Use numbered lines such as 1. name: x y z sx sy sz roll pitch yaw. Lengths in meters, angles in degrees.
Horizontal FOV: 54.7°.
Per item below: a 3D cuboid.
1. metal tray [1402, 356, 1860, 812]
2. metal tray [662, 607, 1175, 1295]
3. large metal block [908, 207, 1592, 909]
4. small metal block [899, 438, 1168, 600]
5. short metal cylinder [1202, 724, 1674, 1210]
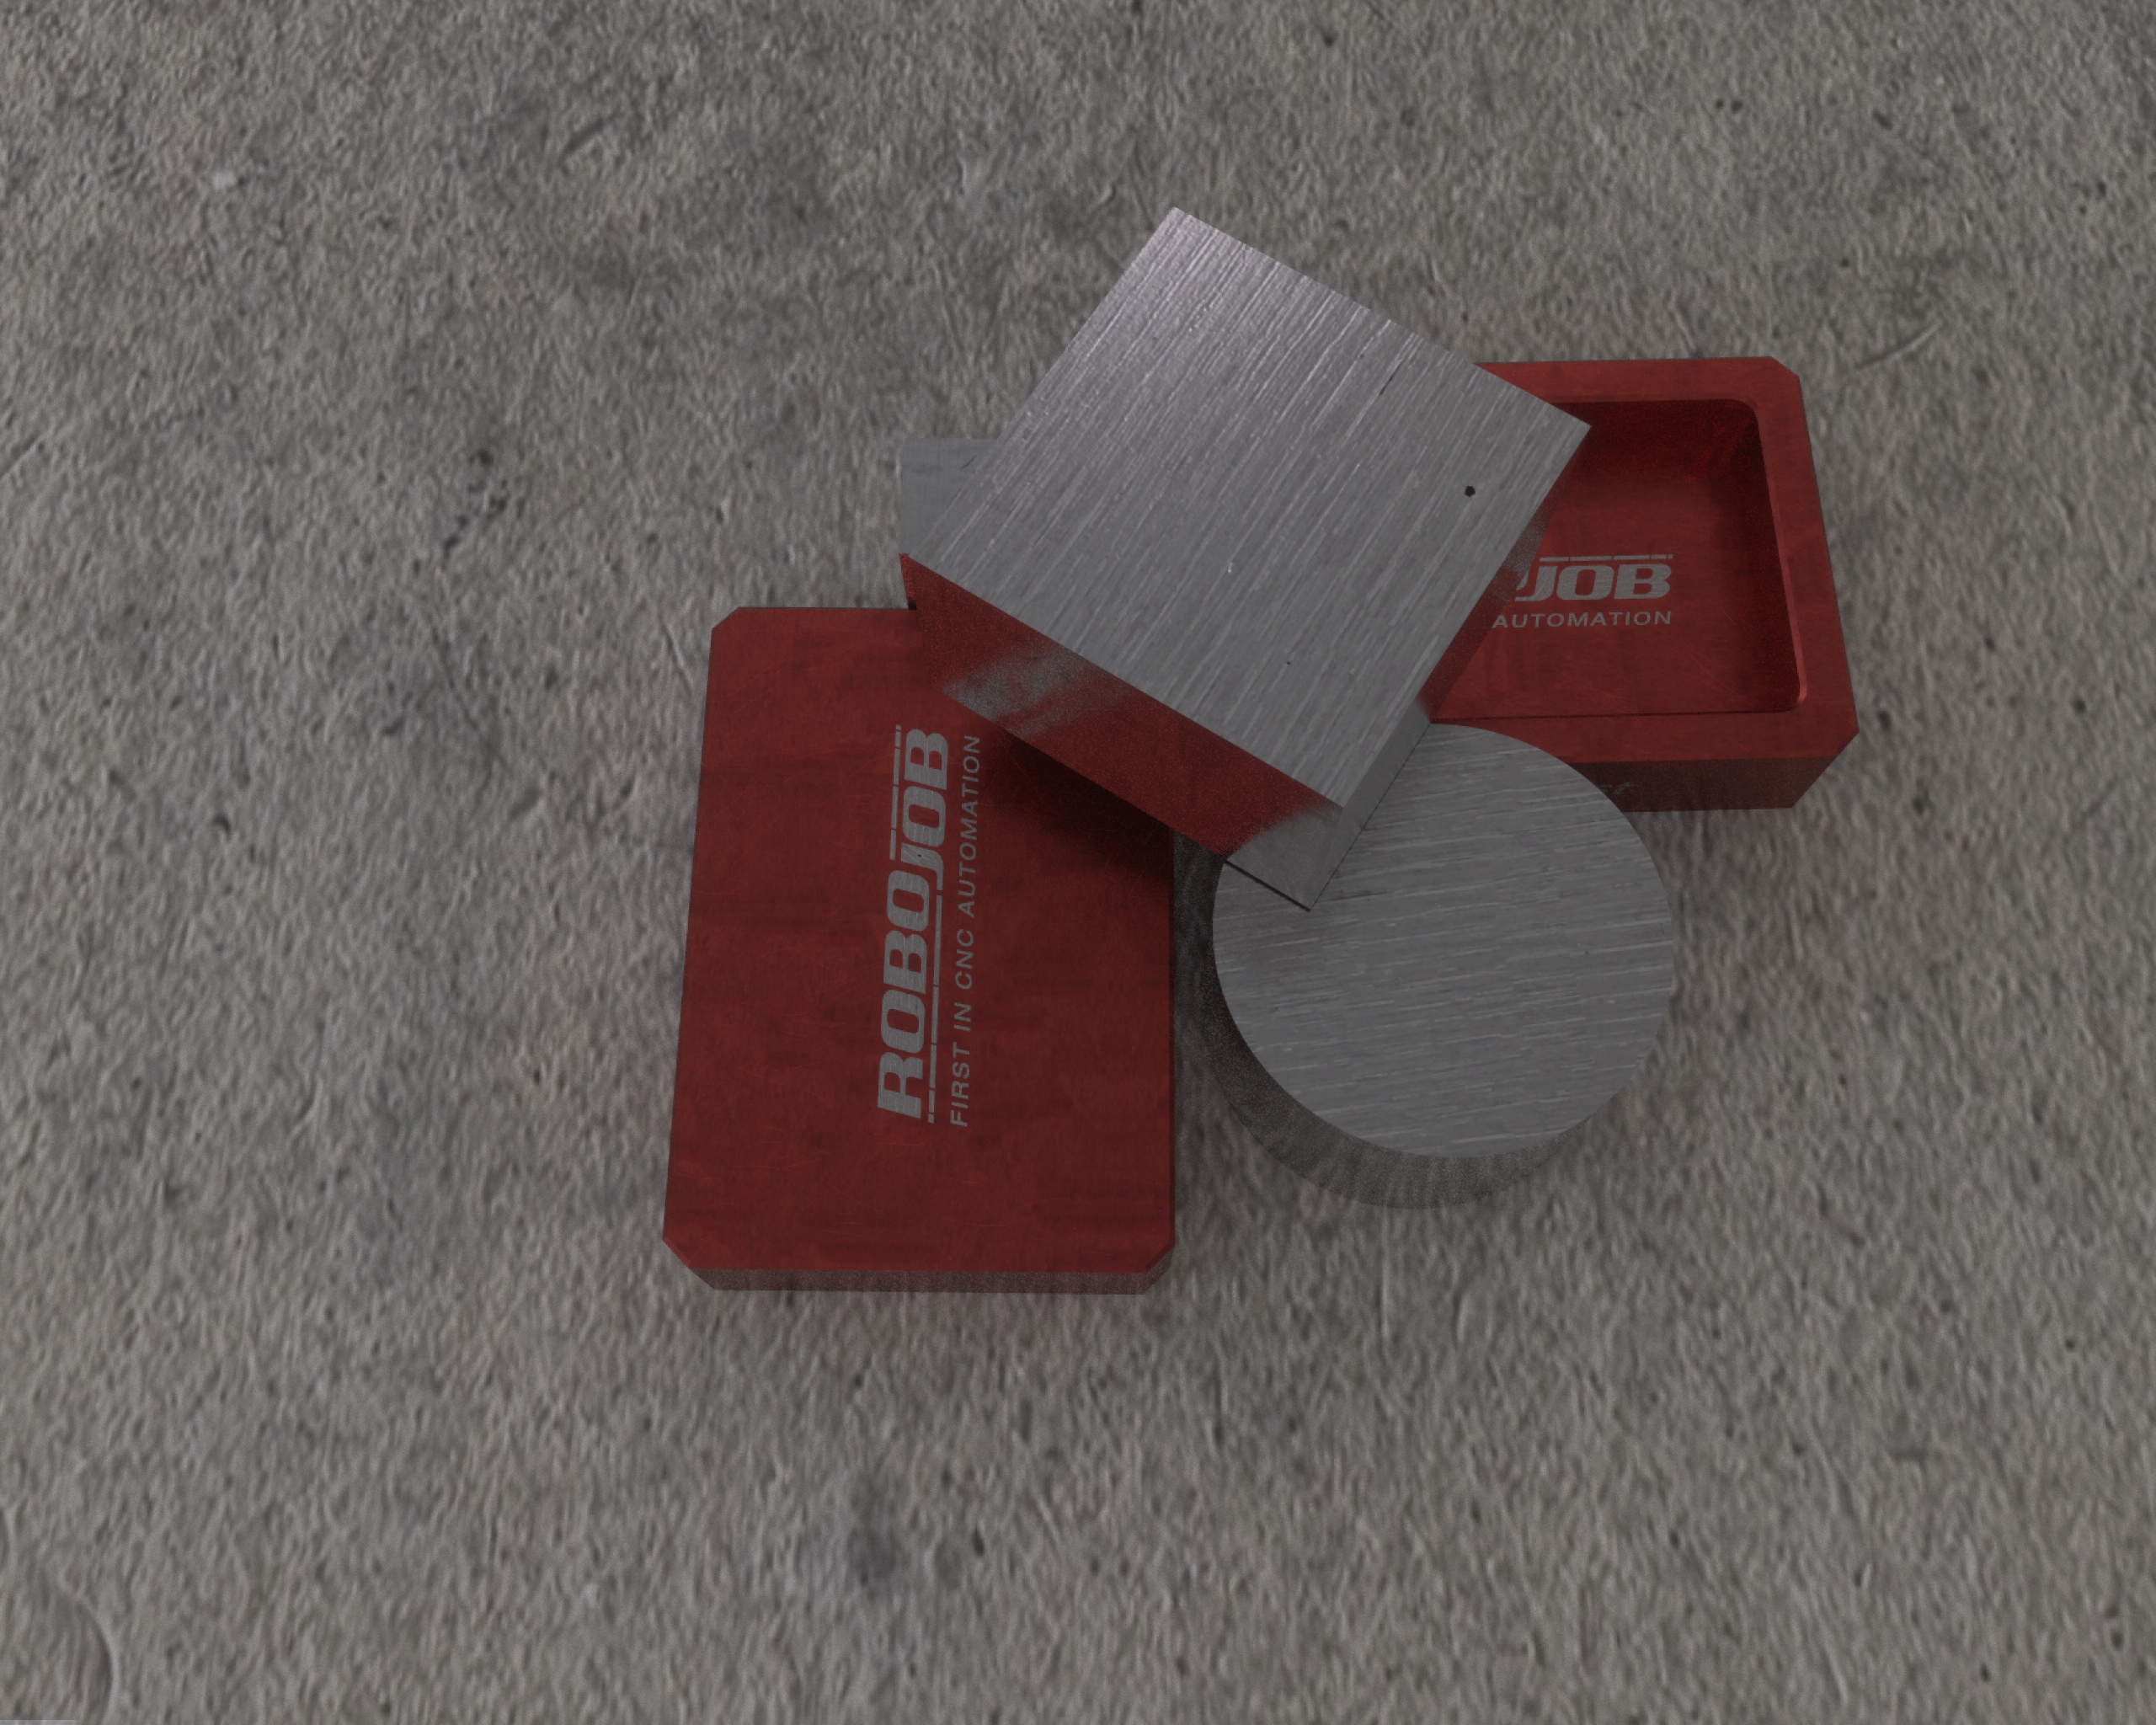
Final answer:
1. metal tray: 0.084 -0.056 0.428 0.131 0.030 0.090 -1 70 -1
2. metal tray: -0.027 0.016 0.402 0.091 0.030 0.130 1 70 0
3. large metal block: 0.029 -0.052 0.361 0.080 0.050 0.080 31 73 10
4. small metal block: -0.008 -0.061 0.418 0.050 0.050 0.025 1 70 0
5. short metal cylinder: 0.064 0.021 0.389 0.080 0.050 0.080 0 70 0
